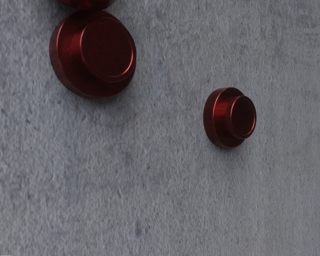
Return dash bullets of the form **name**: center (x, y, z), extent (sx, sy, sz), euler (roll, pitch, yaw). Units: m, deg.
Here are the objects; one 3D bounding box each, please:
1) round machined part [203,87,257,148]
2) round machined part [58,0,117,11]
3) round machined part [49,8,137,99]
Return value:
- **round machined part**: center (0.118, -0.017, 0.495), extent (0.099, 0.042, 0.097), euler (0, 90, -40)
- **round machined part**: center (-0.084, -0.163, 0.314), extent (0.099, 0.042, 0.098), euler (11, 70, -32)
- **round machined part**: center (-0.065, -0.082, 0.340), extent (0.099, 0.042, 0.097), euler (0, 91, -40)
